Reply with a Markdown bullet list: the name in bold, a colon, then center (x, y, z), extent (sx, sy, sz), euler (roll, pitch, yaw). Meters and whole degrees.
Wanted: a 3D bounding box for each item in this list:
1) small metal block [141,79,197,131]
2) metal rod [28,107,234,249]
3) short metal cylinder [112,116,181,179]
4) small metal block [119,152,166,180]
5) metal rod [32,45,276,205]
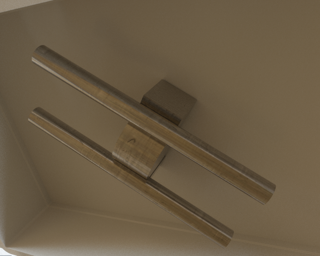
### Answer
- **small metal block**: center (0.009, -0.027, 0.368), extent (0.050, 0.050, 0.025), euler (32, 128, 7)
- **metal rod**: center (-0.043, 0.060, 0.402), extent (0.301, 0.025, 0.025), euler (31, 128, 7)
- **short metal cylinder**: center (-0.016, 0.017, 0.389), extent (0.050, 0.080, 0.079), euler (32, 128, 7)
- **small metal block**: center (-0.028, 0.048, 0.433), extent (0.050, 0.050, 0.025), euler (32, 128, 7)
- **metal rod**: center (-0.013, -0.008, 0.343), extent (0.301, 0.025, 0.025), euler (31, 128, 7)
